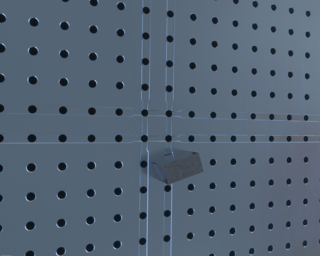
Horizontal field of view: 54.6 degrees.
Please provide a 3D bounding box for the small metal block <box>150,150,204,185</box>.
[{"bbox_3d":[0.021,0.050,0.407,0.050,0.050,0.025,-17,96,-19],"label":"small metal block"}]
